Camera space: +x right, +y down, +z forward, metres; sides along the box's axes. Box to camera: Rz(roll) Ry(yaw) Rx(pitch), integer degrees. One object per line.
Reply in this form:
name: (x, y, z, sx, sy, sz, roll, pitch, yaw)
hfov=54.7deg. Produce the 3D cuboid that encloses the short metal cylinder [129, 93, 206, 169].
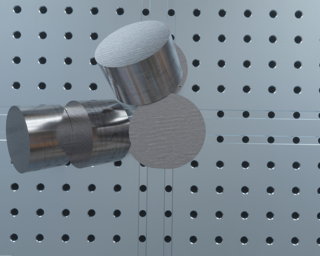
short metal cylinder: (0.008, 0.003, 0.349, 0.081, 0.050, 0.079, 0, 90, 0)

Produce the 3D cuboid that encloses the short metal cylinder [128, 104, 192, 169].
short metal cylinder: (-0.002, 0.009, 0.400, 0.081, 0.050, 0.079, 0, 90, 0)

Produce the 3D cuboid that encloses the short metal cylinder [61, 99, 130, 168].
short metal cylinder: (-0.080, 0.005, 0.378, 0.050, 0.080, 0.080, -7, 90, -42)

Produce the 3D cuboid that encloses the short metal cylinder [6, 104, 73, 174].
short metal cylinder: (-0.148, 0.011, 0.378, 0.050, 0.080, 0.080, -8, 90, -42)

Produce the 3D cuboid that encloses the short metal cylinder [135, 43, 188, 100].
short metal cylinder: (-0.006, -0.071, 0.400, 0.081, 0.050, 0.079, 0, 90, 0)

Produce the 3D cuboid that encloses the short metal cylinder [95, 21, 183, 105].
short metal cylinder: (-0.021, -0.070, 0.329, 0.080, 0.080, 0.050, -24, 133, 0)
